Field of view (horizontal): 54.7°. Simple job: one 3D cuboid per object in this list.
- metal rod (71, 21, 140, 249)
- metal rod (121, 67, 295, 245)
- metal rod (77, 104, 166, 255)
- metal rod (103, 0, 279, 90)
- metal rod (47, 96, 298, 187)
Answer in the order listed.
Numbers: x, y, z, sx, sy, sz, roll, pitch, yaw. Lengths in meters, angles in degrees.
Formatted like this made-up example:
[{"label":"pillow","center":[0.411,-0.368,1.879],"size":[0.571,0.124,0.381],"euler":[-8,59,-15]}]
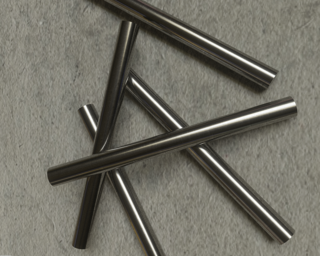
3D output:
[{"label":"metal rod","center":[-0.072,0.012,0.405],"size":[0.025,0.025,0.298],"euler":[15,95,19]},{"label":"metal rod","center":[0.045,0.022,0.392],"size":[0.300,0.025,0.025],"euler":[46,104,14]},{"label":"metal rod","center":[-0.040,0.103,0.421],"size":[0.025,0.025,0.299],"euler":[-30,81,17]},{"label":"metal rod","center":[0.012,-0.135,0.404],"size":[0.300,0.025,0.025],"euler":[33,101,16]},{"label":"metal rod","center":[0.009,0.018,0.372],"size":[0.301,0.025,0.025],"euler":[-17,84,6]}]
